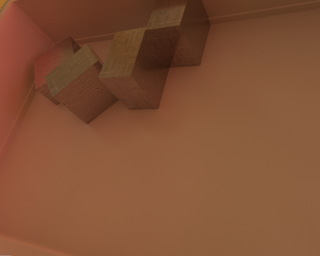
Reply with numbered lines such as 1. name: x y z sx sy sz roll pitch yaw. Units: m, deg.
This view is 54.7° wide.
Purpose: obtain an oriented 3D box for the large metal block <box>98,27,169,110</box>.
1. large metal block: -0.032 -0.081 0.437 0.050 0.080 0.080 0 62 28

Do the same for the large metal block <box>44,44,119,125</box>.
1. large metal block: -0.110 -0.064 0.468 0.080 0.080 0.050 -38 51 3

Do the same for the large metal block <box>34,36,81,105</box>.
1. large metal block: -0.168 -0.100 0.540 0.080 0.050 0.080 -29 52 10

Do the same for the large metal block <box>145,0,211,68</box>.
1. large metal block: 0.030 -0.145 0.444 0.050 0.080 0.080 2 63 29
